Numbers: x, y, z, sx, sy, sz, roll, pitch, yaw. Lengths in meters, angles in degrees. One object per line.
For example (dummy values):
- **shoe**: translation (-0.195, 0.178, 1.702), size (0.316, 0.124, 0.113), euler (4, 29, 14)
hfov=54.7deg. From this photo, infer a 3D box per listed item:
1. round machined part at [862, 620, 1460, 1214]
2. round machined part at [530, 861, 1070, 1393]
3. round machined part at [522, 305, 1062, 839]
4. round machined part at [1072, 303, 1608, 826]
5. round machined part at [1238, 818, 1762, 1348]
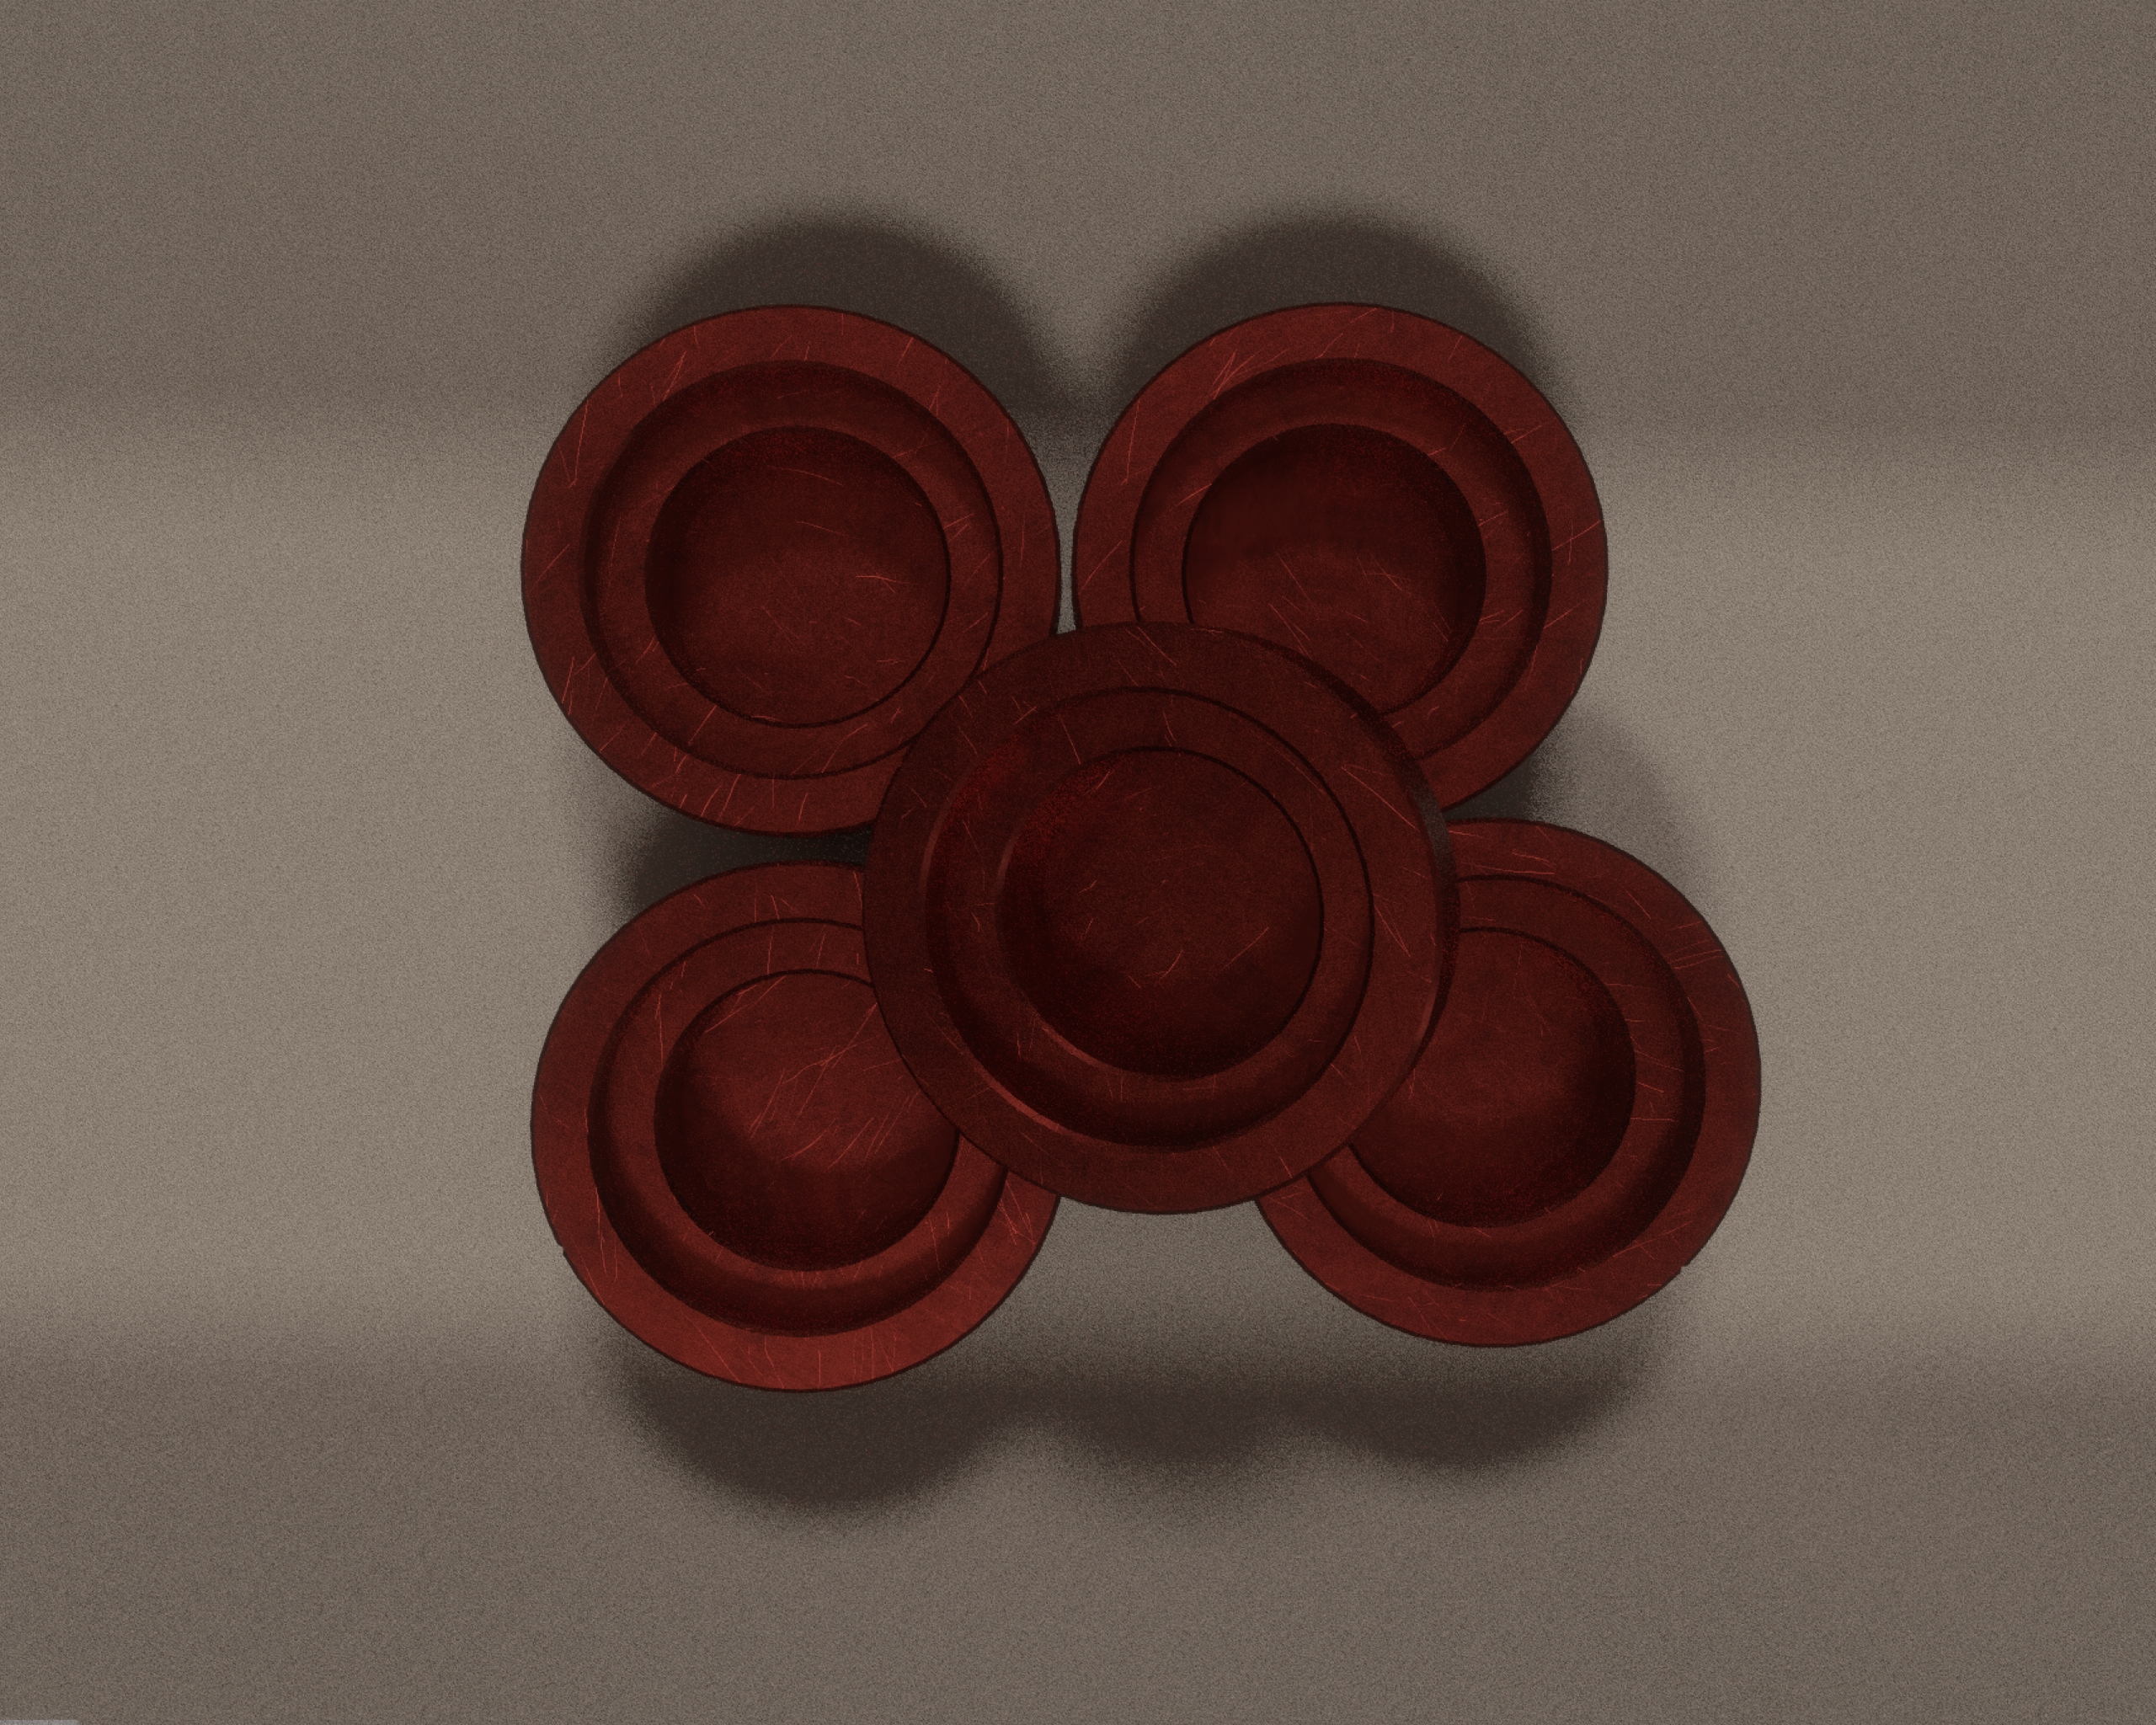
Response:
- **round machined part**: translation (0.016, 0.008, 0.359), size (0.098, 0.042, 0.097), euler (2, 95, 18)
- **round machined part**: translation (-0.051, 0.048, 0.401), size (0.099, 0.042, 0.097), euler (0, 90, -1)
- **round machined part**: translation (-0.052, -0.053, 0.400), size (0.099, 0.042, 0.097), euler (0, 90, -1)
- **round machined part**: translation (0.048, -0.054, 0.402), size (0.099, 0.042, 0.097), euler (0, 90, -1)
- **round machined part**: translation (0.076, 0.040, 0.402), size (0.099, 0.042, 0.097), euler (0, 90, -1)
